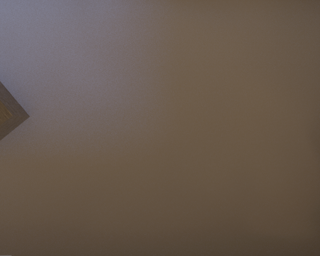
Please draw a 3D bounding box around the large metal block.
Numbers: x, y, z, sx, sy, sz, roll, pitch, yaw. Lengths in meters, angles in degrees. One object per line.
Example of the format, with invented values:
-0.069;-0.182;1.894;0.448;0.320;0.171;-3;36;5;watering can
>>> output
-0.234;-0.021;0.396;0.080;0.050;0.080;-39;91;0;large metal block
